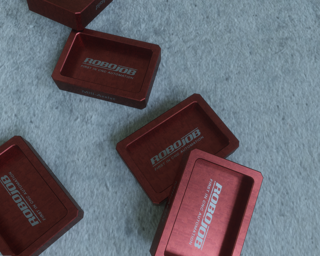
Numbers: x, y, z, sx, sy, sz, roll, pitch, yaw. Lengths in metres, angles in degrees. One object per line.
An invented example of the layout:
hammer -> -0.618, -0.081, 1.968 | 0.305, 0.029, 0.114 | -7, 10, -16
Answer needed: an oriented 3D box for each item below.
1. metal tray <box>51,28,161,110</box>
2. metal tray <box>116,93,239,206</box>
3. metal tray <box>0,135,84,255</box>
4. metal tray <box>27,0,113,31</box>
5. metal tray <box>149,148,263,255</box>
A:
metal tray -> -0.072, -0.085, 0.435 | 0.131, 0.030, 0.090 | 14, 70, 4
metal tray -> 0.022, 0.026, 0.396 | 0.131, 0.030, 0.090 | -33, 74, -12
metal tray -> -0.167, 0.084, 0.372 | 0.090, 0.030, 0.130 | -40, 75, -14
metal tray -> -0.122, -0.207, 0.462 | 0.090, 0.030, 0.130 | 25, 57, 8
metal tray -> 0.053, 0.097, 0.349 | 0.090, 0.030, 0.130 | 21, 80, -7
